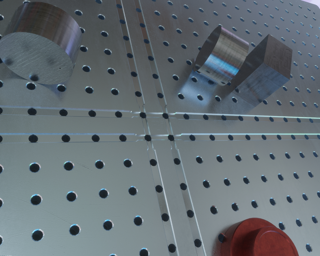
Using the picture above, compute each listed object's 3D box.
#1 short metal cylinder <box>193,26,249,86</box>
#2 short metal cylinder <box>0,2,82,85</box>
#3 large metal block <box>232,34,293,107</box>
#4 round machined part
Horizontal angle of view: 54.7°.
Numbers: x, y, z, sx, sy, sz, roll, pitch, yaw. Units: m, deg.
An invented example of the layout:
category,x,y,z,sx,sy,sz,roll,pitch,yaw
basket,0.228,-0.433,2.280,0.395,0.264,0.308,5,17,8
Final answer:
category,x,y,z,sx,sy,sz,roll,pitch,yaw
short metal cylinder,0.096,-0.114,0.494,0.050,0.080,0.080,26,53,-12
short metal cylinder,-0.136,-0.096,0.358,0.081,0.080,0.050,17,55,-19
large metal block,0.173,-0.096,0.524,0.050,0.080,0.080,30,52,-9
round machined part,0.126,0.156,0.369,0.099,0.042,0.098,14,56,-21
